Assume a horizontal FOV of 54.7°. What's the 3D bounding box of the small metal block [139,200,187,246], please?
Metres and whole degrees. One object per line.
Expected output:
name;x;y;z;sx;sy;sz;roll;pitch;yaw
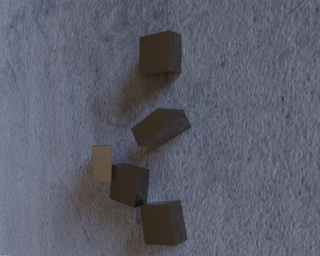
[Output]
small metal block;0.004;0.122;0.400;0.050;0.025;0.050;-15;81;38

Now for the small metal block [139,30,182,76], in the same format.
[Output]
small metal block;0.000;-0.095;0.403;0.050;0.025;0.050;1;91;39

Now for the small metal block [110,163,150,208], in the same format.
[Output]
small metal block;-0.043;0.080;0.439;0.050;0.025;0.050;8;95;39

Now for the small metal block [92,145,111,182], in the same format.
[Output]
small metal block;-0.087;0.051;0.458;0.050;0.025;0.050;173;95;-76

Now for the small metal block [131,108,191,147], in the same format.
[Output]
small metal block;0.002;0.000;0.386;0.050;0.050;0.025;-36;68;34
